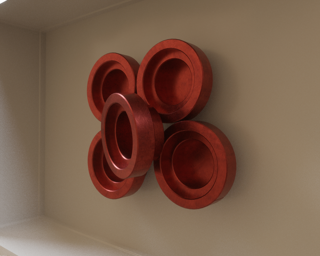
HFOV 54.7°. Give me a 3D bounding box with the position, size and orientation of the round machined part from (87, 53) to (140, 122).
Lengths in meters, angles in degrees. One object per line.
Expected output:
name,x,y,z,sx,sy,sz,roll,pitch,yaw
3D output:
round machined part,-0.056,-0.054,0.437,0.098,0.042,0.097,0,90,39

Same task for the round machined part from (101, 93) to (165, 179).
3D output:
round machined part,-0.030,0.007,0.361,0.098,0.042,0.097,14,106,56

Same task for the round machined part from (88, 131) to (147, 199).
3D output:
round machined part,-0.054,0.048,0.436,0.098,0.042,0.097,0,90,39

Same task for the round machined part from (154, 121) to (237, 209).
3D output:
round machined part,0.043,0.040,0.356,0.098,0.042,0.097,0,90,39

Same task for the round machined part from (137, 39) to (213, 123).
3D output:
round machined part,0.021,-0.054,0.374,0.098,0.042,0.097,0,90,39
